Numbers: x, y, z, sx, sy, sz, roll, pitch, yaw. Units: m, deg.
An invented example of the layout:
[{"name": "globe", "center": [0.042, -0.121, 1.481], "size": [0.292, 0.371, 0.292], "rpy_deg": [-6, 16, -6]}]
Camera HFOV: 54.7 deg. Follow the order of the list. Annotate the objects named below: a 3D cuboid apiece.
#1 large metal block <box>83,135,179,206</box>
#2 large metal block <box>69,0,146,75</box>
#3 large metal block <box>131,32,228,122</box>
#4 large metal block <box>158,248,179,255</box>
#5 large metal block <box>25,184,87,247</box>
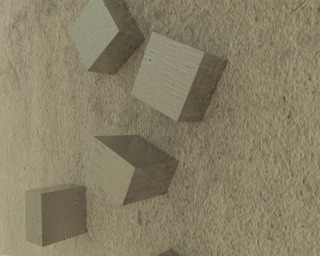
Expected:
[{"name": "large metal block", "center": [-0.037, 0.049, 0.400], "size": [0.080, 0.081, 0.050], "rpy_deg": [31, 109, 36]}, {"name": "large metal block", "center": [-0.079, -0.137, 0.454], "size": [0.080, 0.050, 0.080], "rpy_deg": [-41, 65, 32]}, {"name": "large metal block", "center": [0.021, -0.060, 0.371], "size": [0.080, 0.050, 0.079], "rpy_deg": [33, 110, 35]}, {"name": "large metal block", "center": [0.015, 0.212, 0.376], "size": [0.080, 0.050, 0.079], "rpy_deg": [30, 108, 36]}, {"name": "large metal block", "center": [-0.170, 0.139, 0.510], "size": [0.050, 0.081, 0.080], "rpy_deg": [-3, 88, 40]}]
